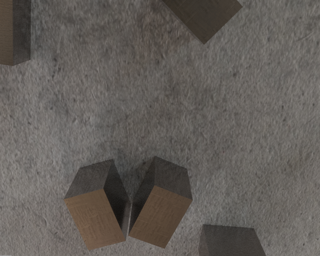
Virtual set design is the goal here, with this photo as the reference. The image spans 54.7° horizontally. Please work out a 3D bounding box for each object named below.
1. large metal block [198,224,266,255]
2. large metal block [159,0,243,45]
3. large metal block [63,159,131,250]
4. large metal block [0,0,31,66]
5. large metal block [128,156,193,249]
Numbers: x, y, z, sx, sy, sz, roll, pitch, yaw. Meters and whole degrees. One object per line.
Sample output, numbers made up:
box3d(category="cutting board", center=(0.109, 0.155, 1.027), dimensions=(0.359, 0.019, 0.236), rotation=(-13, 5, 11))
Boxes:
box3d(category="large metal block", center=(0.104, 0.190, 0.452), dimensions=(0.081, 0.080, 0.050), rotation=(5, 110, -3))
box3d(category="large metal block", center=(0.033, -0.139, 0.330), dimensions=(0.080, 0.080, 0.050), rotation=(43, 104, -14))
box3d(category="large metal block", center=(-0.079, 0.100, 0.416), dimensions=(0.050, 0.080, 0.080), rotation=(-16, 110, 5))
box3d(category="large metal block", center=(-0.196, -0.120, 0.350), dimensions=(0.081, 0.050, 0.079), rotation=(8, 110, -4))
box3d(category="large metal block", center=(0.000, 0.097, 0.416), dimensions=(0.050, 0.080, 0.079), rotation=(23, 108, -9))
